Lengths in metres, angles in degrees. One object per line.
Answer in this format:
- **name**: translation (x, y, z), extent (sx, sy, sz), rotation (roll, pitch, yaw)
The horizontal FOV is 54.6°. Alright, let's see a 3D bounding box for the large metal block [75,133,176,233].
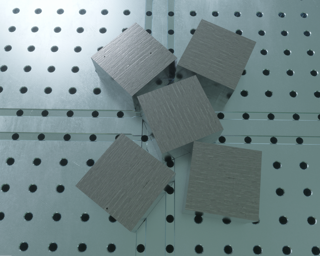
- **large metal block**: translation (-0.038, 0.067, 0.372), extent (0.080, 0.050, 0.080), rotation (36, 74, 12)

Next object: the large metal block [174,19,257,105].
- **large metal block**: translation (0.075, -0.091, 0.431), extent (0.080, 0.050, 0.080), rotation (25, 72, 6)

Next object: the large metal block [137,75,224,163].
- **large metal block**: translation (0.024, -0.010, 0.402), extent (0.080, 0.050, 0.080), rotation (-21, 72, -8)

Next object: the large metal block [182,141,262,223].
- **large metal block**: translation (0.073, 0.067, 0.374), extent (0.080, 0.050, 0.080), rotation (9, 70, 2)

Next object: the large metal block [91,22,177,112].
- **large metal block**: translation (-0.034, -0.084, 0.429), extent (0.080, 0.050, 0.080), rotation (-42, 75, -13)
